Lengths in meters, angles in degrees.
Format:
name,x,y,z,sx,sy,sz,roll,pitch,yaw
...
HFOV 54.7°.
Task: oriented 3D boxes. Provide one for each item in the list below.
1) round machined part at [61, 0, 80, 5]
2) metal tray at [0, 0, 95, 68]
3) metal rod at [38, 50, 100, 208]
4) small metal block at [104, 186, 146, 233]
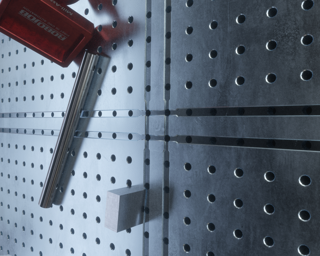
name,x,y,z,sx,sy,sz,roll,pitch,yaw
round machined part,-0.160,-0.240,0.504,0.042,0.099,0.098,119,133,-66
metal tray,-0.183,-0.162,0.490,0.090,0.131,0.030,-37,38,34
metal rod,-0.163,0.012,0.540,0.025,0.025,0.298,34,111,34
small metal block,-0.048,0.111,0.430,0.025,0.050,0.050,8,95,39
